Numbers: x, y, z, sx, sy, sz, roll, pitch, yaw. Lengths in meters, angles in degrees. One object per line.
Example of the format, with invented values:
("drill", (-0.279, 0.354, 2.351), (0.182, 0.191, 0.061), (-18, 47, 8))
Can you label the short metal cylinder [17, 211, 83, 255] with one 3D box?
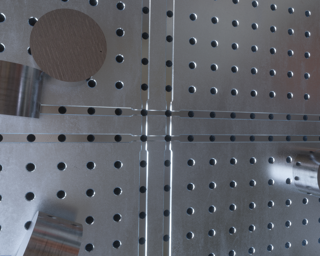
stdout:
("short metal cylinder", (-0.125, 0.137, 0.338), (0.050, 0.080, 0.080), (25, 82, -19))

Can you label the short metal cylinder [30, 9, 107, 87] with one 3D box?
("short metal cylinder", (-0.106, -0.090, 0.360), (0.081, 0.050, 0.079), (0, 90, -20))

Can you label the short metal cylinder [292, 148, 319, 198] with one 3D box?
("short metal cylinder", (0.262, 0.073, 0.496), (0.081, 0.050, 0.079), (0, 90, -20))

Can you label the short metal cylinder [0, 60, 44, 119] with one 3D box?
("short metal cylinder", (-0.166, -0.039, 0.322), (0.081, 0.080, 0.050), (6, 88, -20))
